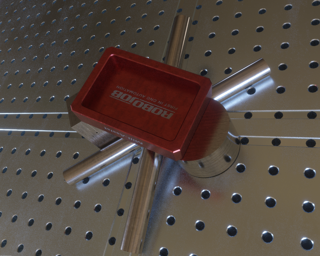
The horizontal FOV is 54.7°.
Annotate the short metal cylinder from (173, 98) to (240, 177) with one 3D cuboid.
[{"bbox_3d":[0.047,0.011,0.359,0.080,0.050,0.080,-13,56,20],"label":"short metal cylinder"}]

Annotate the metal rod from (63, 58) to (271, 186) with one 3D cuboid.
[{"bbox_3d":[0.003,-0.004,0.408,0.301,0.025,0.025,-29,52,9],"label":"metal rod"}]

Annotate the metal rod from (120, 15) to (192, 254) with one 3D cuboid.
[{"bbox_3d":[0.000,-0.005,0.381,0.025,0.025,0.299,4,73,29],"label":"metal rod"}]

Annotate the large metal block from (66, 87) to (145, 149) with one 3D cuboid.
[{"bbox_3d":[-0.065,-0.020,0.417,0.080,0.080,0.050,-30,52,9],"label":"large metal block"}]

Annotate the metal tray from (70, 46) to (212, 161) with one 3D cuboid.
[{"bbox_3d":[-0.019,-0.030,0.342,0.130,0.030,0.090,22,72,16],"label":"metal tray"}]
